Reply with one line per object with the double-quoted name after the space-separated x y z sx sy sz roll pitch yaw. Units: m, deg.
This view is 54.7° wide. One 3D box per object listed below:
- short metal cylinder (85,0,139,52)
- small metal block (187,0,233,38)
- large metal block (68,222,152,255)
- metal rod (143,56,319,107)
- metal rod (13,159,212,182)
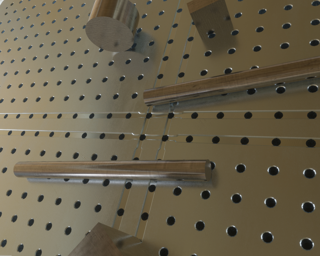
-0.078 -0.173 0.519 0.080 0.080 0.050 -4 60 25 "short metal cylinder"
0.073 -0.168 0.456 0.050 0.050 0.025 -21 54 15 "small metal block"
-0.054 0.150 0.308 0.080 0.080 0.050 -47 52 -5 "large metal block"
0.119 -0.061 0.382 0.301 0.025 0.025 -8 58 23 "metal rod"
-0.081 0.056 0.414 0.301 0.025 0.025 -3 60 26 "metal rod"
